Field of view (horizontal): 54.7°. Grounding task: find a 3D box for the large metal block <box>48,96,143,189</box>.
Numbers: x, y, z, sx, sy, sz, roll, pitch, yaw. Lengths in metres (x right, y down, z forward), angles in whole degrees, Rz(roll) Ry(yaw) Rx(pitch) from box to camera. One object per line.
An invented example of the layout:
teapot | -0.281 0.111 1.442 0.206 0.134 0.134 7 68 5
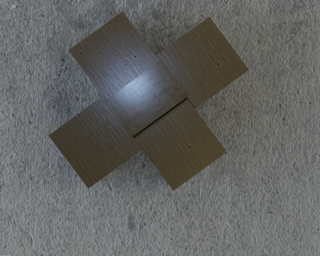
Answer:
large metal block | -0.078 0.017 0.397 0.080 0.050 0.080 -36 90 0

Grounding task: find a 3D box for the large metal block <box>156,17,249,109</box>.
large metal block | 0.051 -0.079 0.398 0.080 0.050 0.080 -36 90 0

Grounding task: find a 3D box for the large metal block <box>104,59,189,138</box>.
large metal block | -0.015 -0.033 0.383 0.080 0.080 0.050 -36 90 0

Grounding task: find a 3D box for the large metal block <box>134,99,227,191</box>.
large metal block | 0.025 0.020 0.398 0.080 0.050 0.080 -36 90 0

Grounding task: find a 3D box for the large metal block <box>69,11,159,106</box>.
large metal block | -0.054 -0.085 0.397 0.080 0.050 0.080 -36 90 0
